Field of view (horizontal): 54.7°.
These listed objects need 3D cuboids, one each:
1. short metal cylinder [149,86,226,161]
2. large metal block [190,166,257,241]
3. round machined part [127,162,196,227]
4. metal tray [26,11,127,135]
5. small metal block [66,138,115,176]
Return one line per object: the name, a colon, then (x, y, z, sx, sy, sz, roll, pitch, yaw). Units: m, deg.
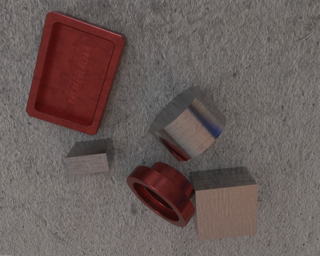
short metal cylinder: (0.033, -0.006, 0.379, 0.080, 0.080, 0.050, -40, 106, 13)
large metal block: (0.088, 0.105, 0.435, 0.081, 0.050, 0.079, -6, 110, -1)
round machined part: (0.007, 0.083, 0.412, 0.098, 0.098, 0.042, 49, 64, -16)
metal tray: (-0.103, -0.065, 0.381, 0.091, 0.030, 0.129, 18, 109, -7)
small metal block: (-0.090, 0.037, 0.409, 0.050, 0.050, 0.025, -7, 110, 2)
